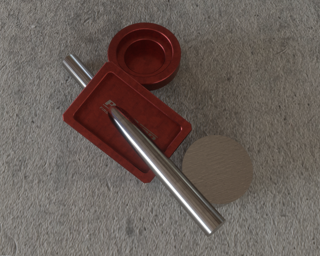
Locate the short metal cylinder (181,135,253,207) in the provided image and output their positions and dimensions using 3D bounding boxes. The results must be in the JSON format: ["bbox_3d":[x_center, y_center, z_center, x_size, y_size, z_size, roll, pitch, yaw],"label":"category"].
[{"bbox_3d":[0.065,0.054,0.376,0.081,0.050,0.080,0,70,0],"label":"short metal cylinder"}]

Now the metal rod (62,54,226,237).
[{"bbox_3d":[-0.035,0.003,0.376,0.025,0.025,0.300,-37,63,-12],"label":"metal rod"}]

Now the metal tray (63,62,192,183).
[{"bbox_3d":[-0.039,-0.006,0.380,0.130,0.030,0.090,38,88,-2],"label":"metal tray"}]

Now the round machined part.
[{"bbox_3d":[-0.021,-0.095,0.434,0.099,0.042,0.098,0,70,0],"label":"round machined part"}]
